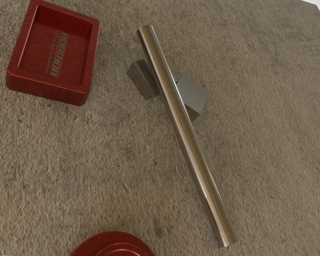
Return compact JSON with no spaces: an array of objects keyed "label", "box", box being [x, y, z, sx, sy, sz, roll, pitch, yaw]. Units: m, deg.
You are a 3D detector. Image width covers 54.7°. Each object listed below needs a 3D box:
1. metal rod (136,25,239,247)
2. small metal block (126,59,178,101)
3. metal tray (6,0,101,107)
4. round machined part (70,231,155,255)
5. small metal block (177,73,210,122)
[{"label":"metal rod","box":[0.030,0.000,0.399,0.025,0.025,0.299,-12,75,-33]},{"label":"small metal block","box":[-0.011,-0.073,0.444,0.050,0.025,0.050,-26,76,-37]},{"label":"metal tray","box":[-0.129,-0.097,0.390,0.091,0.030,0.130,14,56,-21]},{"label":"round machined part","box":[-0.041,0.145,0.284,0.099,0.042,0.098,14,56,-21]},{"label":"small metal block","box":[0.040,-0.044,0.454,0.050,0.025,0.050,34,51,-6]}]
